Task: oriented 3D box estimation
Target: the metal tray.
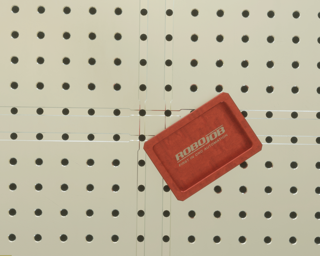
[{"bbox_3d":[0.055,0.024,0.411,0.130,0.030,0.090,-33,90,-1],"label":"metal tray"}]
